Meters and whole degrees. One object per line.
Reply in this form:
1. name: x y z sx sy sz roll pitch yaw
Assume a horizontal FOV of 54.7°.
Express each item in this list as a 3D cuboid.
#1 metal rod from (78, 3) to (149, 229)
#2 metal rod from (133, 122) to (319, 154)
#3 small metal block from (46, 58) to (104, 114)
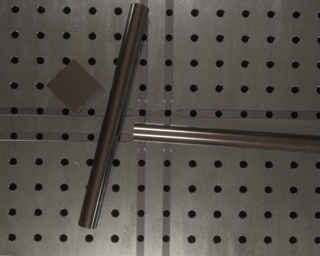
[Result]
1. metal rod: -0.061 -0.016 0.412 0.025 0.025 0.298 14 90 -1
2. metal rod: 0.116 0.015 0.414 0.302 0.025 0.025 4 90 -1
3. small metal block: -0.112 -0.055 0.412 0.050 0.025 0.050 -44 91 0
